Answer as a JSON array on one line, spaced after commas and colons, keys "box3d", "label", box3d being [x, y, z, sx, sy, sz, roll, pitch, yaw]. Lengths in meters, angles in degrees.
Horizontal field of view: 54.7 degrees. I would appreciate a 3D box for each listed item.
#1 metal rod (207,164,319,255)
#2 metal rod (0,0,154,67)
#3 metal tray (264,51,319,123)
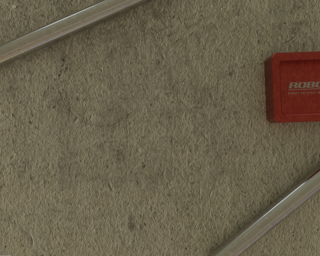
[{"box3d": [0.186, 0.087, 0.412, 0.300, 0.025, 0.025, -39, 91, -1], "label": "metal rod"}, {"box3d": [-0.119, -0.135, 0.408, 0.301, 0.025, 0.025, -24, 90, -1], "label": "metal rod"}, {"box3d": [0.210, -0.054, 0.410, 0.131, 0.030, 0.089, -2, 90, -1], "label": "metal tray"}]
